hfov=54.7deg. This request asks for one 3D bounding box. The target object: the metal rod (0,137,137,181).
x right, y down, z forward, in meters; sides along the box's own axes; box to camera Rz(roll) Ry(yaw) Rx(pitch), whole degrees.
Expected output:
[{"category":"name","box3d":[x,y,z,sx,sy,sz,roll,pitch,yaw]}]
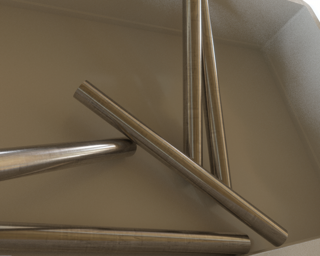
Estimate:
[{"category":"metal rod","box3d":[-0.114,0.027,0.245,0.302,0.025,0.025,-4,60,-60]}]

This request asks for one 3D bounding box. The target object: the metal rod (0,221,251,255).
[{"category":"metal rod","box3d":[-0.035,0.115,0.317,0.302,0.025,0.025,11,57,-23]}]

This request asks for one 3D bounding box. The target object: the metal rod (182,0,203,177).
[{"category":"metal rod","box3d":[0.042,-0.087,0.404,0.025,0.025,0.298,2,86,-28]}]

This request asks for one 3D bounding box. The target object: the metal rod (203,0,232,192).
[{"category":"metal rod","box3d":[0.068,-0.057,0.420,0.025,0.025,0.298,-1,80,-29]}]

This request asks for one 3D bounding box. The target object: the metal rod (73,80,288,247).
[{"category":"metal rod","box3d":[0.029,0.045,0.367,0.301,0.025,0.025,37,51,-5]}]
